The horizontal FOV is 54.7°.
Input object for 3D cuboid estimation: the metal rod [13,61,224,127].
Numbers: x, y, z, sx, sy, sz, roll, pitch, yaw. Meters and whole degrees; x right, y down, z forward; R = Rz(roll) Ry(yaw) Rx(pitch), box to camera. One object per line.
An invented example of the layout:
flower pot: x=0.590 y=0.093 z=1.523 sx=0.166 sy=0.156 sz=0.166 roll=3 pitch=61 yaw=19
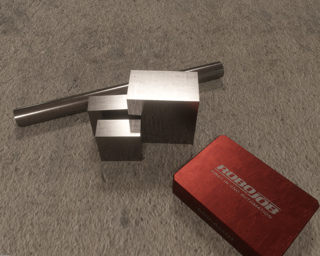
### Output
metal rod: x=-0.048 y=-0.052 z=0.446 sx=0.302 sy=0.025 sz=0.025 roll=-15 pitch=52 yaw=-13

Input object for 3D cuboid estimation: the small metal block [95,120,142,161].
small metal block: x=-0.048 y=0.016 z=0.373 sx=0.050 sy=0.050 sz=0.025 roll=0 pitch=50 yaw=-1

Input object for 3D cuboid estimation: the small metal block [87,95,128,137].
small metal block: x=-0.063 y=-0.015 z=0.399 sx=0.050 sy=0.050 sz=0.025 roll=-3 pitch=50 yaw=-3

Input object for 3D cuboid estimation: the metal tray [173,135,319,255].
metal tray: x=0.089 y=0.075 z=0.338 sx=0.091 sy=0.030 sz=0.130 roll=-37 pitch=59 yaw=-27

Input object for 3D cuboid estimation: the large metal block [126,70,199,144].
large metal block: x=0.004 y=-0.024 z=0.388 sx=0.081 sy=0.080 sz=0.050 roll=2 pitch=50 yaw=1
